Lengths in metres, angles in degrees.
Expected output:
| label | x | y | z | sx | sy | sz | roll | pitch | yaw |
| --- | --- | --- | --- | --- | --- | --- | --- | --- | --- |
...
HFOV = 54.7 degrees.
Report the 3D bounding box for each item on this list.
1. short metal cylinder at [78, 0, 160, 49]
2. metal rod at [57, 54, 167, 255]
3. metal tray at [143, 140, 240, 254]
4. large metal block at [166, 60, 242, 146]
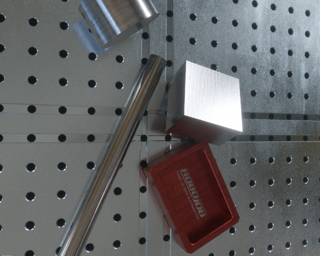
| label | x | y | z | sx | sy | sz | roll | pitch | yaw |
| --- | --- | --- | --- | --- | --- | --- | --- | --- | --- |
| short metal cylinder | -0.048 | -0.136 | 0.365 | 0.080 | 0.080 | 0.050 | -34 | 101 | -17 |
| metal rod | -0.062 | 0.044 | 0.389 | 0.025 | 0.025 | 0.299 | 26 | 81 | -18 |
| metal tray | 0.045 | 0.091 | 0.426 | 0.091 | 0.030 | 0.129 | -27 | 99 | -18 |
| large metal block | 0.057 | -0.030 | 0.405 | 0.081 | 0.050 | 0.080 | 15 | 60 | -20 |
